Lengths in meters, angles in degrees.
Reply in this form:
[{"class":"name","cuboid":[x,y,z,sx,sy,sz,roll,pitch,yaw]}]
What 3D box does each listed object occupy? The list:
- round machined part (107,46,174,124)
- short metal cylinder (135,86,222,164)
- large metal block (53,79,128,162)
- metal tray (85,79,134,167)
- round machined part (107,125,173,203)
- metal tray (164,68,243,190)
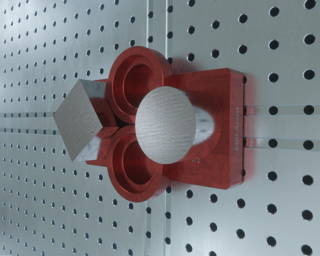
[{"class":"round machined part","cuboid":[-0.020,-0.054,0.403,0.098,0.042,0.097,0,90,40]},{"class":"short metal cylinder","cuboid":[0.020,-0.003,0.337,0.080,0.050,0.079,0,90,40]},{"class":"large metal block","cuboid":[-0.097,-0.010,0.434,0.080,0.050,0.080,-44,64,31]},{"class":"metal tray","cuboid":[-0.072,-0.008,0.465,0.090,0.030,0.129,1,91,38]},{"class":"round machined part","cuboid":[-0.021,0.044,0.404,0.098,0.042,0.097,0,90,40]},{"class":"metal tray","cuboid":[0.049,0.000,0.363,0.090,0.030,0.129,1,91,40]}]
